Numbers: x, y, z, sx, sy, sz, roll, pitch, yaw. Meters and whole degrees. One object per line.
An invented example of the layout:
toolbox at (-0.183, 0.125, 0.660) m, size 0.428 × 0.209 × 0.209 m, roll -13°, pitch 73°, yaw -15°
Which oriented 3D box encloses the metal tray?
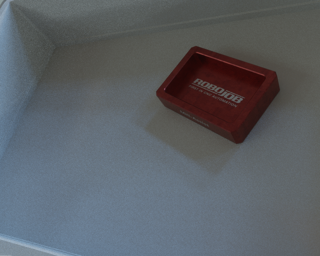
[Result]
metal tray at (0.070, -0.047, 0.394) m, size 0.130 × 0.030 × 0.090 m, roll 31°, pitch 78°, yaw 37°
